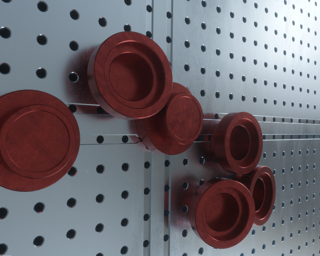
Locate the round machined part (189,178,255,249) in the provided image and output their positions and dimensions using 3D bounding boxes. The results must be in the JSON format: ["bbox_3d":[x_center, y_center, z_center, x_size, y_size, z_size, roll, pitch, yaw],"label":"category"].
[{"bbox_3d":[0.087,0.122,0.457,0.099,0.042,0.097,0,90,-20],"label":"round machined part"}]

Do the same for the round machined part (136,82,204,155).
[{"bbox_3d":[0.020,-0.013,0.414,0.099,0.042,0.097,0,90,-40],"label":"round machined part"}]

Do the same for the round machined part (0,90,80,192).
[{"bbox_3d":[-0.122,0.012,0.295,0.099,0.042,0.097,0,90,-40],"label":"round machined part"}]

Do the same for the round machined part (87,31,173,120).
[{"bbox_3d":[-0.037,-0.057,0.360,0.099,0.042,0.098,3,84,-33],"label":"round machined part"}]

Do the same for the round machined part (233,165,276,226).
[{"bbox_3d":[0.154,0.110,0.521,0.099,0.042,0.097,-2,93,-46],"label":"round machined part"}]

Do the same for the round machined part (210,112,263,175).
[{"bbox_3d":[0.119,0.024,0.496,0.099,0.042,0.097,0,90,-39],"label":"round machined part"}]
